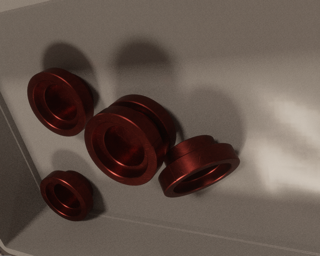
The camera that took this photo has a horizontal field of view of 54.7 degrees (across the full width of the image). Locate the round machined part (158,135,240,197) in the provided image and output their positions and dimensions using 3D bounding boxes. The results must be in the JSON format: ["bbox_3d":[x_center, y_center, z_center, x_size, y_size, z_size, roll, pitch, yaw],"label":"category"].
[{"bbox_3d":[0.043,0.044,0.377,0.097,0.099,0.042,-47,56,39],"label":"round machined part"}]

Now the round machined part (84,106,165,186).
[{"bbox_3d":[-0.038,0.017,0.371,0.098,0.042,0.097,14,124,23],"label":"round machined part"}]

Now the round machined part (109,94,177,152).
[{"bbox_3d":[-0.024,0.000,0.409,0.098,0.042,0.097,13,124,20],"label":"round machined part"}]

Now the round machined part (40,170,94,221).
[{"bbox_3d":[-0.159,0.114,0.550,0.098,0.042,0.097,13,124,20],"label":"round machined part"}]

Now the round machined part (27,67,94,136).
[{"bbox_3d":[-0.135,-0.040,0.442,0.098,0.042,0.097,13,124,20],"label":"round machined part"}]
